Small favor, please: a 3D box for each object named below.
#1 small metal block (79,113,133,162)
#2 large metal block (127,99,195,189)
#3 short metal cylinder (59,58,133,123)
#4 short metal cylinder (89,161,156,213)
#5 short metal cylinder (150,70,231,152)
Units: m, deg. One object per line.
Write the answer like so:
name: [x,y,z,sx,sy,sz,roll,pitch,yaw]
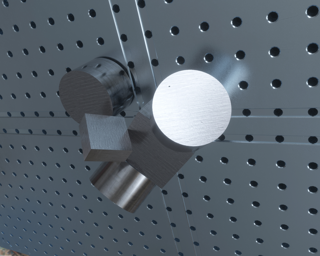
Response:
small metal block: [-0.065,0.012,0.368,0.025,0.050,0.050,-53,44,41]
large metal block: [-0.001,0.018,0.399,0.080,0.050,0.080,38,129,2]
short metal cylinder: [-0.083,-0.046,0.406,0.080,0.050,0.079,13,124,21]
short metal cylinder: [-0.051,0.074,0.436,0.080,0.080,0.050,37,84,5]
short metal cylinder: [0.030,-0.016,0.336,0.080,0.080,0.050,37,167,3]
